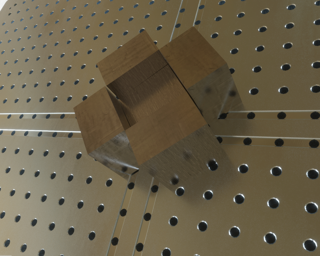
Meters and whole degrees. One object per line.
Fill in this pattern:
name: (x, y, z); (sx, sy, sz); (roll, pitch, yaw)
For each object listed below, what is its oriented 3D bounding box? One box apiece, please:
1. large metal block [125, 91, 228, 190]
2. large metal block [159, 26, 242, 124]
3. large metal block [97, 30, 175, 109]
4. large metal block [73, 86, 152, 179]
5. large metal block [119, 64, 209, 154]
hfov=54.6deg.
large metal block: (0.020, 0.018, 0.353); (0.080, 0.080, 0.050); (-32, 52, 7)
large metal block: (0.051, -0.064, 0.386); (0.050, 0.080, 0.080); (-33, 52, 6)
large metal block: (-0.027, -0.074, 0.434); (0.080, 0.080, 0.050); (-34, 51, 6)
large metal block: (-0.058, 0.007, 0.400); (0.050, 0.080, 0.080); (-34, 52, 6)
large metal block: (0.003, -0.022, 0.403); (0.080, 0.050, 0.080); (-34, 50, 8)
